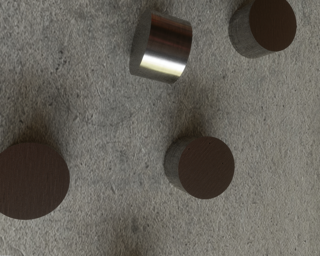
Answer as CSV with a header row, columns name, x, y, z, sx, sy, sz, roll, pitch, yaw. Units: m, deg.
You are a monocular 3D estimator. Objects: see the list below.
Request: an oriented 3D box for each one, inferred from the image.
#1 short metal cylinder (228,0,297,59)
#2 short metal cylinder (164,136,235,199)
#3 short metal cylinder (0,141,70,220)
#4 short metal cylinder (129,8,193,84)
name,x,y,z,sx,sy,sz,roll,pitch,yaw
short metal cylinder,0.148,-0.145,0.450,0.081,0.050,0.080,0,90,-20
short metal cylinder,0.051,0.050,0.415,0.081,0.050,0.080,0,90,-20
short metal cylinder,-0.143,0.055,0.343,0.081,0.050,0.080,0,90,-20
short metal cylinder,-0.001,-0.098,0.379,0.050,0.080,0.080,11,86,-20
